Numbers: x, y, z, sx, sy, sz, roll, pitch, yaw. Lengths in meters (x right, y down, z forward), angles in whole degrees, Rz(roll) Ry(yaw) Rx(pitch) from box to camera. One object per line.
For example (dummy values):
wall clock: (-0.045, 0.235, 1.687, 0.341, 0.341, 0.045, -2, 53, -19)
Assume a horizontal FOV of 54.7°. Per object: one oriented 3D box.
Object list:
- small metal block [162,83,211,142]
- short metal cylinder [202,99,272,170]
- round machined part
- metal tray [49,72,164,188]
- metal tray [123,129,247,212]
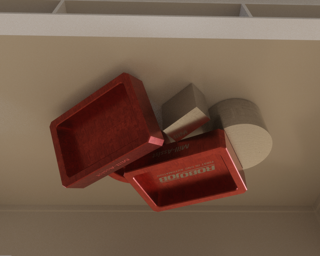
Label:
small metal block: (0.030, -0.019, 0.374, 0.050, 0.050, 0.025, -36, 122, 24)
short metal cylinder: (0.097, 0.009, 0.399, 0.081, 0.050, 0.079, 0, 130, 0)
round machined part: (-0.033, 0.029, 0.421, 0.099, 0.042, 0.097, -1, 130, 0)
metal tray: (-0.068, 0.006, 0.366, 0.130, 0.090, 0.030, -30, 156, 22)
metal tray: (0.032, 0.058, 0.391, 0.130, 0.030, 0.090, -18, 128, 20)
